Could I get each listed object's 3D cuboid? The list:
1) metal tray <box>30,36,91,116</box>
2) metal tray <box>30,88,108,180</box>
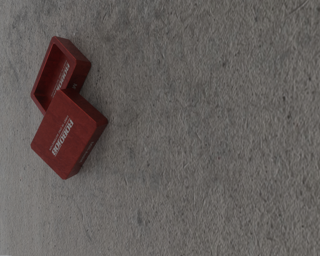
[{"bbox_3d":[-0.179,-0.083,0.549,0.090,0.030,0.129,46,117,30],"label":"metal tray"},{"bbox_3d":[-0.152,0.010,0.510,0.090,0.030,0.129,41,116,12],"label":"metal tray"}]
